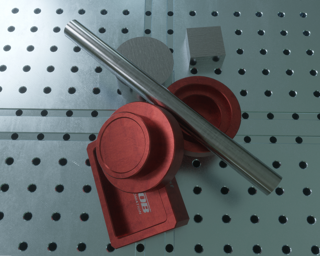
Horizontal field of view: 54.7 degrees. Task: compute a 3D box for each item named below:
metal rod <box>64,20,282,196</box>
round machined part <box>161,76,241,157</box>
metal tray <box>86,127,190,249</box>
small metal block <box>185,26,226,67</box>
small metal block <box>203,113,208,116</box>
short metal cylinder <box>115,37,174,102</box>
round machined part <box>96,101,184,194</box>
[{"bbox_3d":[0.004,-0.032,0.352,0.300,0.025,0.025,39,75,13],"label":"metal rod"},{"bbox_3d":[0.046,-0.011,0.381,0.099,0.042,0.098,0,70,-1],"label":"round machined part"},{"bbox_3d":[-0.030,0.063,0.362,0.090,0.030,0.130,-28,69,24],"label":"metal tray"},{"bbox_3d":[0.066,-0.120,0.456,0.050,0.025,0.050,-5,70,-2],"label":"small metal block"},{"bbox_3d":[0.035,-0.007,0.414,0.050,0.025,0.050,-37,74,-13],"label":"small metal block"},{"bbox_3d":[-0.022,-0.077,0.426,0.081,0.050,0.080,0,70,0],"label":"short metal cylinder"},{"bbox_3d":[-0.028,0.019,0.326,0.098,0.042,0.097,-5,80,30],"label":"round machined part"}]
